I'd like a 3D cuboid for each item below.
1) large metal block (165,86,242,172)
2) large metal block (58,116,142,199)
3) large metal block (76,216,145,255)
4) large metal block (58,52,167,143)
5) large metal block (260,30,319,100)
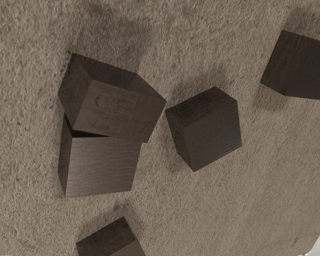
[{"bbox_3d":[0.062,0.001,0.427,0.080,0.050,0.080,-27,128,-12],"label":"large metal block"},{"bbox_3d":[-0.074,0.033,0.372,0.081,0.050,0.079,-1,119,-29],"label":"large metal block"},{"bbox_3d":[-0.070,0.196,0.475,0.080,0.050,0.080,-28,128,-11],"label":"large metal block"},{"bbox_3d":[-0.053,-0.032,0.324,0.081,0.080,0.050,13,112,-34],"label":"large metal block"},{"bbox_3d":[0.206,-0.090,0.450,0.081,0.050,0.079,2,118,-30],"label":"large metal block"}]
